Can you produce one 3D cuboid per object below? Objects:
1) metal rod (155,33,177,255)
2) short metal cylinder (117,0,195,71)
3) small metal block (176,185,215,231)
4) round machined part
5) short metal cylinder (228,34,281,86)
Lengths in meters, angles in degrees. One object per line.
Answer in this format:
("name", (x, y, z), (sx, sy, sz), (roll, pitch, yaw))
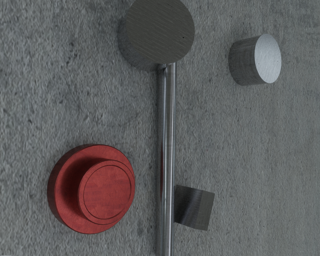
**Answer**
("metal rod", (0.008, 0.023, 0.411), (0.025, 0.025, 0.298), (1, 89, -40))
("short metal cylinder", (-0.006, -0.111, 0.367), (0.081, 0.050, 0.079), (0, 90, -19))
("small metal block", (0.043, 0.108, 0.425), (0.025, 0.050, 0.050), (23, 75, -38))
("round machined part", (-0.067, 0.067, 0.338), (0.099, 0.042, 0.097), (0, 90, -40))
("short metal cylinder", (0.161, -0.113, 0.523), (0.081, 0.050, 0.079), (0, 90, -40))
